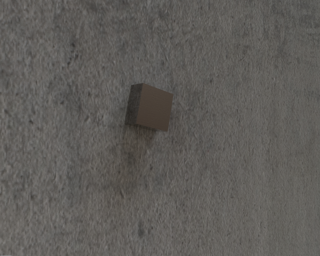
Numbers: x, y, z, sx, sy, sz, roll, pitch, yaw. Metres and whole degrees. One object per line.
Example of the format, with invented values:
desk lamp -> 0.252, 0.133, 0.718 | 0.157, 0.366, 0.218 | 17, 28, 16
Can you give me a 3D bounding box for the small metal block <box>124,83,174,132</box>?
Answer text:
small metal block -> -0.013, -0.025, 0.393 | 0.050, 0.025, 0.050 | 15, 81, -39
